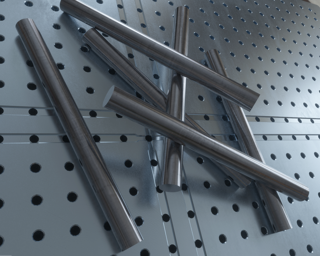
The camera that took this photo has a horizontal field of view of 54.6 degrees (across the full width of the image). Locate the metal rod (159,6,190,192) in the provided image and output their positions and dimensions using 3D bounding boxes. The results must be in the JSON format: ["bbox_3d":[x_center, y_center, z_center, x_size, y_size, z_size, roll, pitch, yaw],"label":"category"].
[{"bbox_3d":[0.024,-0.060,0.422,0.025,0.025,0.300,17,56,-18],"label":"metal rod"}]

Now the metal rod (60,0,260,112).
[{"bbox_3d":[-0.009,-0.105,0.416,0.300,0.025,0.025,30,50,12],"label":"metal rod"}]

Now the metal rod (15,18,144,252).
[{"bbox_3d":[-0.099,-0.005,0.357,0.025,0.025,0.299,-19,72,-35],"label":"metal rod"}]

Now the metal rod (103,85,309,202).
[{"bbox_3d":[0.072,0.029,0.374,0.301,0.025,0.025,26,52,-23],"label":"metal rod"}]

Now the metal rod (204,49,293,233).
[{"bbox_3d":[0.126,0.005,0.471,0.025,0.025,0.299,-2,63,-29],"label":"metal rod"}]

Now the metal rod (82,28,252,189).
[{"bbox_3d":[0.010,-0.028,0.429,0.300,0.025,0.025,43,51,1],"label":"metal rod"}]
